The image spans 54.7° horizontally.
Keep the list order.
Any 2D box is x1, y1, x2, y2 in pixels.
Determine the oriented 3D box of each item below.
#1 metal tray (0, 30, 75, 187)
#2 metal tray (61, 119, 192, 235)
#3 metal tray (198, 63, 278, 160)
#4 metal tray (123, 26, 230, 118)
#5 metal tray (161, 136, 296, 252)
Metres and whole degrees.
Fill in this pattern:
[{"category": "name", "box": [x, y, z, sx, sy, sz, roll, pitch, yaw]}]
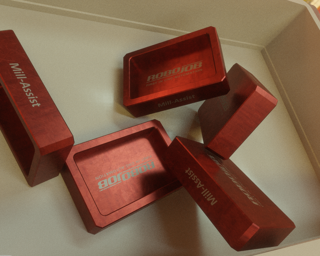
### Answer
[{"category": "metal tray", "box": [-0.135, -0.017, 0.301, 0.030, 0.090, 0.130, -24, 75, -37]}, {"category": "metal tray", "box": [-0.037, 0.049, 0.353, 0.131, 0.030, 0.090, -20, 72, -36]}, {"category": "metal tray", "box": [0.091, -0.027, 0.395, 0.030, 0.090, 0.130, 33, 21, -11]}, {"category": "metal tray", "box": [0.017, -0.072, 0.402, 0.030, 0.130, 0.090, 51, 30, -55]}, {"category": "metal tray", "box": [0.070, 0.065, 0.330, 0.091, 0.030, 0.130, 17, 24, -45]}]
